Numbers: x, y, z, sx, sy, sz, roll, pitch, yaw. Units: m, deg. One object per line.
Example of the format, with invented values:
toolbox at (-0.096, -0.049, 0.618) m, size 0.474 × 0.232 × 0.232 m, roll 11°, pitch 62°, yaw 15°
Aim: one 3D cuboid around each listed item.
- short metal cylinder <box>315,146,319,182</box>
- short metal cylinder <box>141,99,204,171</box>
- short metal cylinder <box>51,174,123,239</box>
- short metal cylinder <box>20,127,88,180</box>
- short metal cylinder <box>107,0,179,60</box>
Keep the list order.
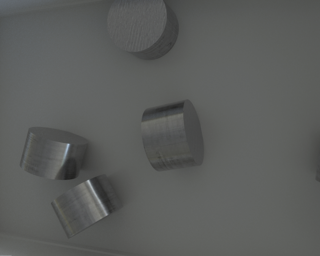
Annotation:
short metal cylinder at (0.203, 0.034, 0.309) m, size 0.080 × 0.080 × 0.050 m, roll 8°, pitch 93°, yaw 20°
short metal cylinder at (0.017, 0.010, 0.375) m, size 0.050 × 0.080 × 0.080 m, roll -12°, pitch 86°, yaw 20°
short metal cylinder at (-0.097, 0.104, 0.415) m, size 0.080 × 0.080 × 0.050 m, roll -34°, pitch 79°, yaw 17°
short metal cylinder at (-0.147, 0.034, 0.433) m, size 0.080 × 0.080 × 0.050 m, roll 18°, pitch 96°, yaw 19°
short metal cylinder at (-0.021, -0.134, 0.405) m, size 0.080 × 0.050 × 0.080 m, roll 0°, pitch 90°, yaw 20°
